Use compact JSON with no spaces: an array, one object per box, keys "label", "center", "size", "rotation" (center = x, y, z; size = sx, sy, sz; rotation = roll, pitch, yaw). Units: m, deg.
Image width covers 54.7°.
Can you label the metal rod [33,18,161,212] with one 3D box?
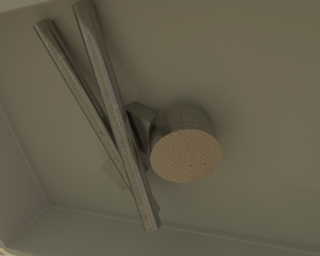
[{"label":"metal rod","center":[-0.082,-0.007,0.425],"size":[0.025,0.025,0.299],"rotation":[-23,100,36]}]

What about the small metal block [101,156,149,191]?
[{"label":"small metal block","center":[-0.054,0.062,0.474],"size":[0.050,0.025,0.050],"rotation":[47,129,-5]}]

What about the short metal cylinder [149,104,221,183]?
[{"label":"short metal cylinder","center":[0.028,0.019,0.368],"size":[0.081,0.050,0.079],"rotation":[-2,126,-3]}]

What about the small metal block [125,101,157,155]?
[{"label":"small metal block","center":[-0.026,-0.001,0.413],"size":[0.050,0.025,0.050],"rotation":[29,129,28]}]

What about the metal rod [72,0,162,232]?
[{"label":"metal rod","center":[-0.051,-0.006,0.394],"size":[0.025,0.025,0.298],"rotation":[-9,103,32]}]
